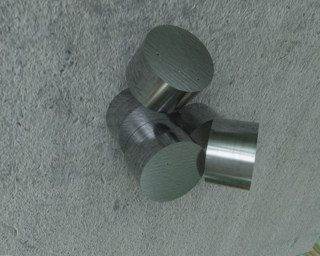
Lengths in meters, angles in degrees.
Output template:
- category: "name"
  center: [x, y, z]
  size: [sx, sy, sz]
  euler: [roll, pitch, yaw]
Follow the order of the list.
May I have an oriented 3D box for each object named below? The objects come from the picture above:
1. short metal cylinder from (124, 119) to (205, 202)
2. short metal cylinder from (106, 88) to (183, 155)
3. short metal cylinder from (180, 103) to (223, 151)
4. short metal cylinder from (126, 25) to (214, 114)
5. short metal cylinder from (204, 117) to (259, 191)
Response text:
- category: "short metal cylinder"
  center: [0.005, 0.037, 0.354]
  size: [0.081, 0.050, 0.079]
  euler: [-14, 125, -21]
- category: "short metal cylinder"
  center: [-0.020, -0.006, 0.379]
  size: [0.081, 0.050, 0.079]
  euler: [-14, 125, -21]
- category: "short metal cylinder"
  center: [0.055, 0.011, 0.430]
  size: [0.081, 0.050, 0.079]
  euler: [-14, 125, -21]
- category: "short metal cylinder"
  center: [0.010, -0.062, 0.333]
  size: [0.081, 0.080, 0.050]
  euler: [0, 157, -29]
- category: "short metal cylinder"
  center: [0.085, 0.030, 0.366]
  size: [0.050, 0.080, 0.079]
  euler: [8, 124, 16]
